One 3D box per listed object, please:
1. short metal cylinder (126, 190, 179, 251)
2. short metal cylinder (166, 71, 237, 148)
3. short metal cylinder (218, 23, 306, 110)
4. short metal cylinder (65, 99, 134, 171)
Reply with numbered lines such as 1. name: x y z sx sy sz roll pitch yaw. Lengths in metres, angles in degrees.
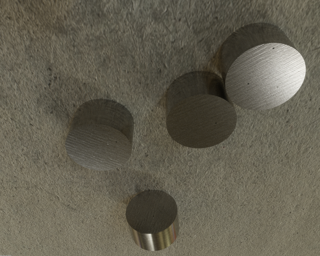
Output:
1. short metal cylinder: -0.011 0.147 0.496 0.080 0.080 0.050 -4 130 3
2. short metal cylinder: 0.047 -0.021 0.373 0.081 0.050 0.079 0 130 0
3. short metal cylinder: 0.107 -0.066 0.336 0.081 0.050 0.079 0 130 0
4. short metal cylinder: -0.075 0.009 0.398 0.081 0.050 0.079 0 130 0
